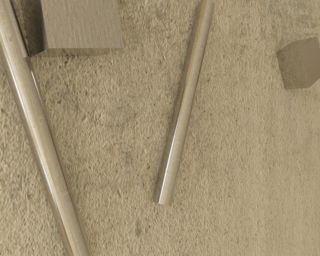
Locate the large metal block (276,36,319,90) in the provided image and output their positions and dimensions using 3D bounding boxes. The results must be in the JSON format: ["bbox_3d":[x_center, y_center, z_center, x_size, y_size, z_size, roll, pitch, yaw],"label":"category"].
[{"bbox_3d":[0.289,-0.133,0.635,0.081,0.050,0.080,-34,111,-35],"label":"large metal block"}]

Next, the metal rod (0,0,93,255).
[{"bbox_3d":[-0.116,0.015,0.308,0.025,0.025,0.298,-23,105,-38],"label":"metal rod"}]

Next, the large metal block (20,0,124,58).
[{"bbox_3d":[-0.090,-0.117,0.314,0.081,0.050,0.079,-13,99,-40],"label":"large metal block"}]

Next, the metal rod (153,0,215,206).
[{"bbox_3d":[0.037,-0.043,0.437,0.025,0.025,0.299,22,76,-38],"label":"metal rod"}]
